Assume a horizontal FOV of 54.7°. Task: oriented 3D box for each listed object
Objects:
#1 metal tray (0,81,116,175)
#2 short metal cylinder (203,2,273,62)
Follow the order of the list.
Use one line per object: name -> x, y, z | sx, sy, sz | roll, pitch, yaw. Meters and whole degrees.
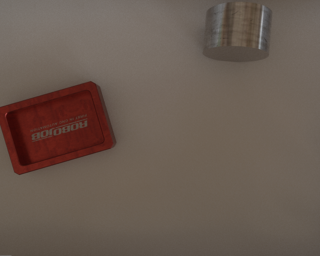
metal tray -> -0.133, 0.000, 0.407 | 0.131, 0.030, 0.090 | -16, 90, -1
short metal cylinder -> 0.096, -0.116, 0.385 | 0.081, 0.080, 0.050 | 5, 90, -1
